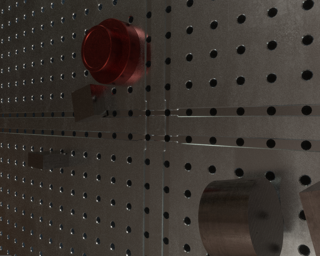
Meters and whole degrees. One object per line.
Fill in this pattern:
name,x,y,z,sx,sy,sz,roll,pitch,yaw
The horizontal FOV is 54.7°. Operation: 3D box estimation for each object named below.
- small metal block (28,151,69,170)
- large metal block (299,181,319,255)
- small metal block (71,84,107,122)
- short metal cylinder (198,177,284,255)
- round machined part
small metal block,-0.199,0.057,0.554,0.050,0.050,0.025,3,92,39
large metal block,0.166,0.063,0.237,0.080,0.081,0.050,-19,78,38
small metal block,-0.116,-0.039,0.502,0.050,0.025,0.050,-16,80,38
short metal cylinder,0.081,0.090,0.305,0.050,0.081,0.080,-13,82,39
round machined part,-0.080,-0.115,0.462,0.098,0.042,0.097,0,90,39
